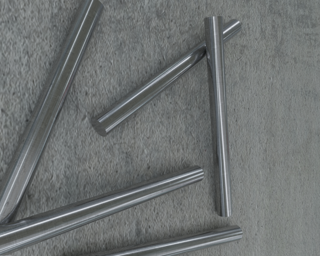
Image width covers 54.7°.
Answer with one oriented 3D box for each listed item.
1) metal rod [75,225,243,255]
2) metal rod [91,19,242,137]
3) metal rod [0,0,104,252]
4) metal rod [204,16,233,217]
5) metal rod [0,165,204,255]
[{"bbox_3d":[0.012,0.161,0.416,0.302,0.025,0.025,6,86,-40],"label":"metal rod"},{"bbox_3d":[0.027,-0.084,0.429,0.302,0.025,0.025,-41,115,-32],"label":"metal rod"},{"bbox_3d":[-0.119,0.000,0.306,0.025,0.025,0.299,29,72,-37],"label":"metal rod"},{"bbox_3d":[0.088,-0.008,0.461,0.025,0.025,0.298,-17,107,-39],"label":"metal rod"},{"bbox_3d":[-0.051,0.082,0.345,0.302,0.025,0.025,-9,96,-46],"label":"metal rod"}]
